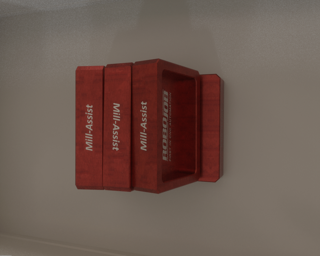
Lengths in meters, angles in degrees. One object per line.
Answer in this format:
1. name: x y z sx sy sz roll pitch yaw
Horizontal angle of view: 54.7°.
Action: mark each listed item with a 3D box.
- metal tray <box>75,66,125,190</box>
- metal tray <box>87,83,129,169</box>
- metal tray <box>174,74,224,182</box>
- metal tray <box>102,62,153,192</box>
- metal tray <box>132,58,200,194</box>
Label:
1. metal tray: -0.067 0.000 0.363 0.030 0.090 0.129 0 90 7
2. metal tray: -0.053 -0.002 0.424 0.090 0.030 0.129 1 90 20
3. metal tray: 0.033 0.000 0.394 0.090 0.030 0.129 1 90 20
4. metal tray: -0.028 0.000 0.351 0.030 0.090 0.129 0 88 20
5. metal tray: 0.010 -0.002 0.336 0.030 0.091 0.129 0 90 34
